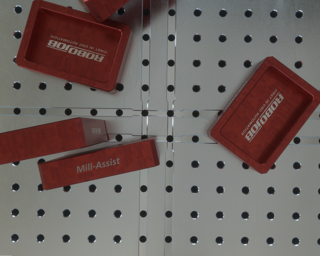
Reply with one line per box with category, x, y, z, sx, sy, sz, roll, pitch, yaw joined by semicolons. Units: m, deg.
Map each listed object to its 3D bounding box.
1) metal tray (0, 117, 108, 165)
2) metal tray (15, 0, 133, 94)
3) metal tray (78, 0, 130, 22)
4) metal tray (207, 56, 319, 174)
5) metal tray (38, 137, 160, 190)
metal tray;-0.118;0.013;0.360;0.090;0.130;0.030;-12;90;0
metal tray;-0.111;-0.106;0.410;0.131;0.030;0.090;16;90;0
metal tray;-0.044;-0.193;0.382;0.130;0.090;0.030;-39;133;0
metal tray;0.137;-0.017;0.411;0.090;0.030;0.130;37;90;0
metal tray;-0.067;0.040;0.380;0.131;0.090;0.030;-12;90;0
